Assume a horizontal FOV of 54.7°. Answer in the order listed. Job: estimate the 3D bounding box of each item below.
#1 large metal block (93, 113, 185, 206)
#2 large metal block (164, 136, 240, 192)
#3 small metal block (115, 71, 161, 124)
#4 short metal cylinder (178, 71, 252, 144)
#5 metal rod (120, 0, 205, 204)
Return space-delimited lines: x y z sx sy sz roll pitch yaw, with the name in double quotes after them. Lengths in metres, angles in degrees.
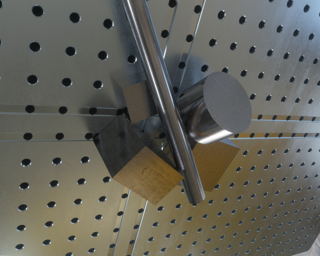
-0.027 0.038 0.385 0.050 0.080 0.080 -45 130 3 "large metal block"
0.055 0.041 0.452 0.080 0.050 0.080 19 108 -36 "large metal block"
-0.021 -0.039 0.377 0.050 0.025 0.050 -22 127 -16 "small metal block"
0.069 -0.024 0.391 0.081 0.080 0.050 9 157 -33 "short metal cylinder"
0.006 -0.033 0.356 0.025 0.025 0.298 -25 116 -13 "metal rod"
